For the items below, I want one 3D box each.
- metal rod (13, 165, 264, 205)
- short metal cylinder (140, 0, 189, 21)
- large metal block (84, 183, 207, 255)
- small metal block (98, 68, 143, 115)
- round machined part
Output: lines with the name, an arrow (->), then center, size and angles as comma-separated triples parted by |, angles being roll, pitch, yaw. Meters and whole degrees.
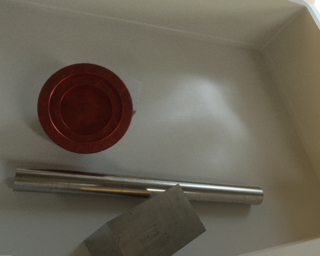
metal rod -> -0.004, 0.071, 0.361 | 0.302, 0.025, 0.025 | 9, 58, -24
short metal cylinder -> 0.011, -0.237, 0.545 | 0.081, 0.050, 0.080 | 14, 56, -21
large metal block -> -0.017, 0.104, 0.299 | 0.081, 0.080, 0.050 | -21, 73, -36
small metal block -> -0.054, -0.044, 0.404 | 0.050, 0.025, 0.050 | 21, 54, -16
round machined part -> -0.082, -0.019, 0.348 | 0.099, 0.042, 0.097 | 2, 83, -14
